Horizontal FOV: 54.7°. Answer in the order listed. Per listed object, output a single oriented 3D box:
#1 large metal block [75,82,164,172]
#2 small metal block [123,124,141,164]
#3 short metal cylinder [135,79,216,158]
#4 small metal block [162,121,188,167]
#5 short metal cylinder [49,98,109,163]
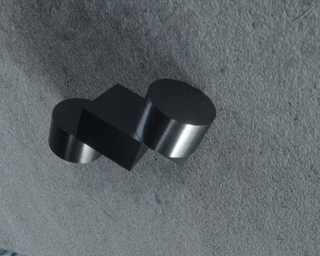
[{"bbox_3d":[-0.046,-0.004,0.395,0.080,0.080,0.050,31,128,8],"label":"large metal block"},{"bbox_3d":[-0.047,0.021,0.447,0.050,0.025,0.050,31,128,8],"label":"small metal block"},{"bbox_3d":[0.017,-0.013,0.356,0.080,0.080,0.050,31,128,8],"label":"short metal cylinder"},{"bbox_3d":[0.021,0.015,0.407,0.050,0.025,0.050,31,128,8],"label":"small metal block"},{"bbox_3d":[-0.111,0.003,0.433,0.080,0.080,0.050,31,128,8],"label":"short metal cylinder"}]
